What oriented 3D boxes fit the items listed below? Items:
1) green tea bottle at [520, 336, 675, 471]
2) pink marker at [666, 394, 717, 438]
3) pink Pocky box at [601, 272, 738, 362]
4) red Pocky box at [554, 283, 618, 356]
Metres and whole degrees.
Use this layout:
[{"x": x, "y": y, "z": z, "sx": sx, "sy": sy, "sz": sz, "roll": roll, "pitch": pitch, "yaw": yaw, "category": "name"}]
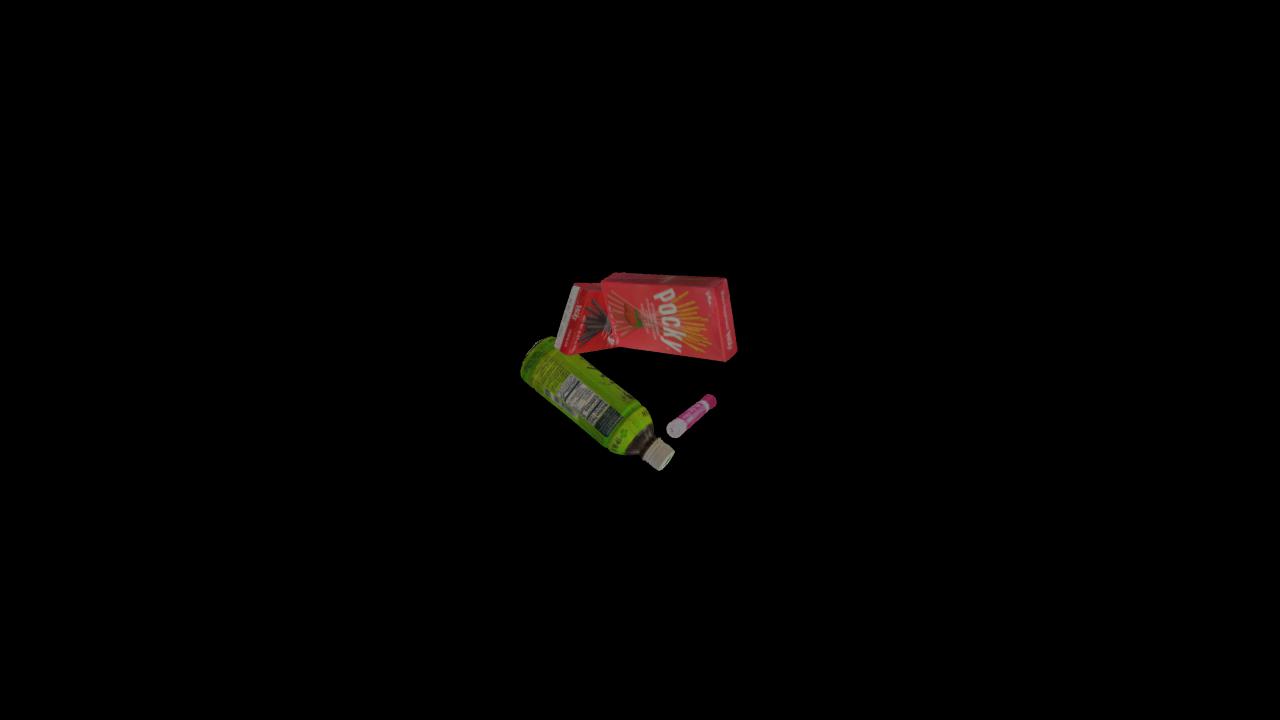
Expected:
[{"x": -0.049, "y": 0.057, "z": 0.741, "sx": 0.212, "sy": 0.073, "sz": 0.073, "roll": 39, "pitch": 14, "yaw": 18, "category": "green tea bottle"}, {"x": 0.063, "y": 0.064, "z": 0.724, "sx": 0.020, "sy": 0.020, "sz": 0.121, "roll": 0, "pitch": 13, "yaw": 27, "category": "pink marker"}, {"x": 0.029, "y": -0.048, "z": 0.663, "sx": 0.155, "sy": 0.084, "sz": 0.029, "roll": 9, "pitch": 33, "yaw": 39, "category": "pink Pocky box"}, {"x": -0.041, "y": -0.054, "z": 0.763, "sx": 0.028, "sy": 0.083, "sz": 0.155, "roll": 27, "pitch": 18, "yaw": 24, "category": "red Pocky box"}]
